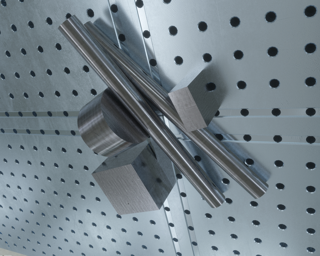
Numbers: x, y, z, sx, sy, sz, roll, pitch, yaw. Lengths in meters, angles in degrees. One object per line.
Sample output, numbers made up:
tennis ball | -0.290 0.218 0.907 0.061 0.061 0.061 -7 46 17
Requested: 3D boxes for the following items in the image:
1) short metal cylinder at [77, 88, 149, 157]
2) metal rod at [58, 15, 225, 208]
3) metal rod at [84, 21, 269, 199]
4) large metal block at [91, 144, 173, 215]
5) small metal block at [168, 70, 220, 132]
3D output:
short metal cylinder | -0.057 -0.009 0.399 0.050 0.080 0.080 -29 103 37
metal rod | -0.012 -0.008 0.387 0.025 0.025 0.300 -27 112 37
metal rod | 0.017 -0.021 0.387 0.300 0.025 0.025 42 129 -2
large metal block | -0.041 0.079 0.464 0.080 0.050 0.080 -18 109 35
small metal block | 0.040 -0.031 0.354 0.025 0.050 0.050 -17 110 34
